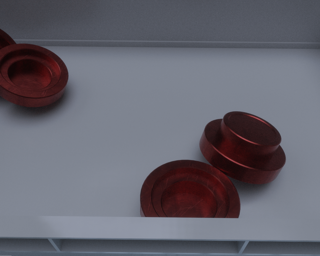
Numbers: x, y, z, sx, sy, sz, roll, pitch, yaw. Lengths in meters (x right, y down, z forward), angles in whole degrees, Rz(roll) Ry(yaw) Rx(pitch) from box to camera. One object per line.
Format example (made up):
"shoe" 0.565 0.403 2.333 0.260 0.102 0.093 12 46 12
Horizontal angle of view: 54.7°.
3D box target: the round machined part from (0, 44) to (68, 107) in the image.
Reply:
"round machined part" -0.183 -0.068 0.435 0.099 0.042 0.098 14 52 -19

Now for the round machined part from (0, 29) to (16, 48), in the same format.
"round machined part" -0.251 -0.096 0.446 0.042 0.098 0.098 -14 44 28

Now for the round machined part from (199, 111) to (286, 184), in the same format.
"round machined part" 0.099 0.016 0.360 0.099 0.042 0.098 12 32 -8

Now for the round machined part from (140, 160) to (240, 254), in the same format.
"round machined part" 0.029 0.083 0.319 0.099 0.042 0.098 2 43 -2
